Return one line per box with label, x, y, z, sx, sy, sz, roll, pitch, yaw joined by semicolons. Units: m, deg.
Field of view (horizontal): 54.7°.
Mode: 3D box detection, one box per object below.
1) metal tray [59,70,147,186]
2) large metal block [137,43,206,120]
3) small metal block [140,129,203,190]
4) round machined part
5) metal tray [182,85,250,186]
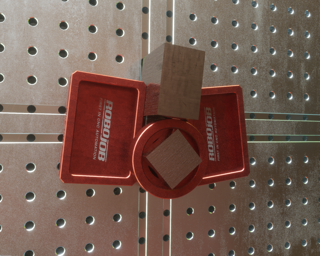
metal tray;-0.070;0.002;0.380;0.091;0.030;0.129;7;88;-20
large metal block;0.011;-0.052;0.383;0.050;0.080;0.080;7;88;-20
small metal block;0.013;0.036;0.369;0.050;0.025;0.050;-41;103;-15
round machined part;0.008;0.037;0.392;0.099;0.042;0.097;0;90;-20
metal tray;0.074;0.009;0.433;0.091;0.030;0.129;-7;93;-20
